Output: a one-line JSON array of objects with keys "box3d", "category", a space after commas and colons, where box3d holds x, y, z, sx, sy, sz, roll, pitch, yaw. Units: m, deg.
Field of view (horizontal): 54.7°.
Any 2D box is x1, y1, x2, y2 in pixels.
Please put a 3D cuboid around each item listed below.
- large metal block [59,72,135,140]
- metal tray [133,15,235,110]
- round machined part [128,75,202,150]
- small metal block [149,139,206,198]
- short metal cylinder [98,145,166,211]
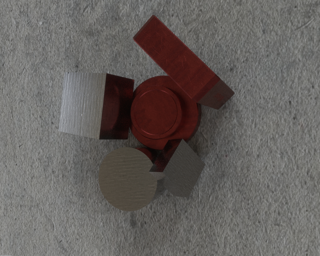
[{"box3d": [-0.085, -0.030, 0.412, 0.080, 0.050, 0.079, 9, 93, 36], "category": "large metal block"}, {"box3d": [0.033, -0.065, 0.341, 0.030, 0.130, 0.090, -46, 76, 14], "category": "metal tray"}, {"box3d": [0.001, -0.020, 0.401, 0.098, 0.042, 0.097, 0, 90, 19], "category": "round machined part"}, {"box3d": [0.022, 0.049, 0.377, 0.025, 0.050, 0.050, -8, 131, 50], "category": "small metal block"}, {"box3d": [-0.033, 0.063, 0.408, 0.080, 0.050, 0.079, 0, 90, 19], "category": "short metal cylinder"}]
